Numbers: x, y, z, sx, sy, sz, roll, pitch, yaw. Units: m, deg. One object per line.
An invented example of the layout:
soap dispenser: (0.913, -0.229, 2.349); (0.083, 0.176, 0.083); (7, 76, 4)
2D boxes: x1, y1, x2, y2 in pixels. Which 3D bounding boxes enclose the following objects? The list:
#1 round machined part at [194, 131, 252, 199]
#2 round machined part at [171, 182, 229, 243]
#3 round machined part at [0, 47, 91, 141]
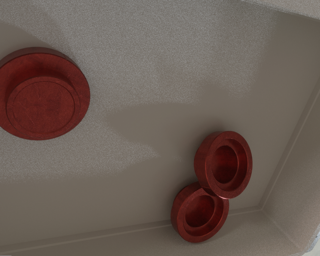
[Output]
round machined part: (0.089, 0.053, 0.461); (0.099, 0.042, 0.097); (1, 87, -35)
round machined part: (0.060, 0.130, 0.501); (0.099, 0.042, 0.097); (-8, 107, -26)
round machined part: (-0.119, -0.029, 0.315); (0.099, 0.042, 0.097); (-14, 124, -21)
